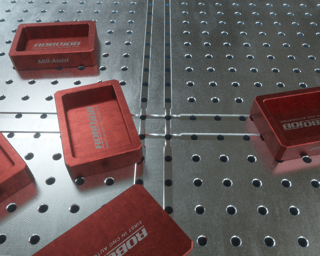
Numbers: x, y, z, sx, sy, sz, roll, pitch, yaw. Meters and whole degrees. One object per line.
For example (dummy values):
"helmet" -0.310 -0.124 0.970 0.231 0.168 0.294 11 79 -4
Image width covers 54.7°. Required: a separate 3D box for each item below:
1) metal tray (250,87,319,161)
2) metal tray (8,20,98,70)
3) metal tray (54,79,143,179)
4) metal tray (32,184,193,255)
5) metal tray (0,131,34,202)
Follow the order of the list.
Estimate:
"metal tray" 0.200 -0.011 0.415 0.131 0.030 0.090 -9 51 -8
"metal tray" -0.174 -0.141 0.520 0.131 0.030 0.090 -4 50 -4
"metal tray" -0.083 -0.004 0.406 0.091 0.030 0.130 -14 52 -12
"metal tray" -0.045 0.125 0.299 0.131 0.030 0.090 -32 57 -25
"metal tray" -0.226 0.039 0.368 0.091 0.030 0.130 -36 59 -27
